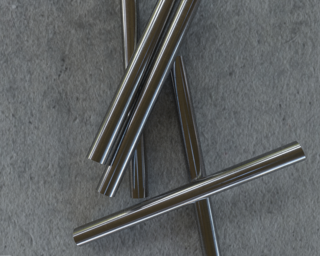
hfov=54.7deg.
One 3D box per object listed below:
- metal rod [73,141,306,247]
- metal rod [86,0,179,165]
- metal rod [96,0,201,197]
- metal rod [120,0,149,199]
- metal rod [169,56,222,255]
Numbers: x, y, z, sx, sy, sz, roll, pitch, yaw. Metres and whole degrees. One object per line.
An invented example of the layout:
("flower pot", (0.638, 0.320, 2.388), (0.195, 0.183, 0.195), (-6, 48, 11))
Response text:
("metal rod", (0.029, 0.085, 0.387), (0.301, 0.025, 0.025), (-23, 90, 8))
("metal rod", (-0.018, -0.097, 0.388), (0.025, 0.025, 0.299), (23, 81, -1))
("metal rod", (-0.007, -0.057, 0.386), (0.025, 0.025, 0.299), (24, 87, -1))
("metal rod", (-0.035, -0.059, 0.409), (0.025, 0.025, 0.298), (-3, 90, -1))
("metal rod", (0.047, 0.054, 0.410), (0.025, 0.025, 0.298), (-11, 90, 0))
